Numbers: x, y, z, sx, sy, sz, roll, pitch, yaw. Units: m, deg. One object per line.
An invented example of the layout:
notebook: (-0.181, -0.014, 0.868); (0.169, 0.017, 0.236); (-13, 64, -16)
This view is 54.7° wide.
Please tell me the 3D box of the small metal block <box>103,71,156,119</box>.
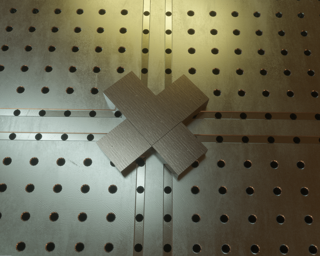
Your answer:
small metal block: (-0.041, -0.042, 0.426); (0.050, 0.025, 0.050); (-39, 75, -13)

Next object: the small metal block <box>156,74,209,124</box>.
small metal block: (0.030, -0.037, 0.425); (0.050, 0.025, 0.050); (-39, 75, -13)

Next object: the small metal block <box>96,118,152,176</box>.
small metal block: (-0.046, 0.025, 0.402); (0.050, 0.025, 0.050); (-39, 75, -13)

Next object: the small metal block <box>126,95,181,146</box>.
small metal block: (-0.008, -0.007, 0.413); (0.050, 0.025, 0.050); (-39, 75, -13)

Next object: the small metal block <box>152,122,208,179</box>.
small metal block: (0.025, 0.029, 0.401); (0.050, 0.025, 0.050); (-39, 75, -13)
